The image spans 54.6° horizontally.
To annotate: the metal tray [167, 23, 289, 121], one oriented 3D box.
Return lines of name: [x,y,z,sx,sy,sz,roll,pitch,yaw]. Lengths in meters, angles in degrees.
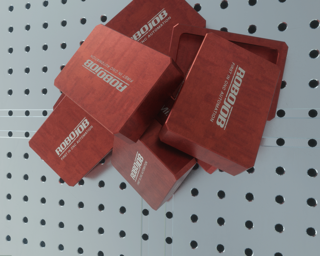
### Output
metal tray: [0.072,-0.063,0.361,0.131,0.030,0.090,10,93,-1]

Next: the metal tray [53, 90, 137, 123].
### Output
metal tray: [-0.082,-0.049,0.439,0.090,0.030,0.130,41,102,15]

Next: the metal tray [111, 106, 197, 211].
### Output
metal tray: [-0.015,0.041,0.369,0.030,0.129,0.090,-38,75,-27]

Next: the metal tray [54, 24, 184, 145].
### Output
metal tray: [-0.049,-0.052,0.334,0.130,0.030,0.090,35,87,36]

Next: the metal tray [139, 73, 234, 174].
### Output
metal tray: [0.033,-0.008,0.368,0.130,0.090,0.030,46,105,15]

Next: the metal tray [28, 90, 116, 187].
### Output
metal tray: [-0.111,0.010,0.426,0.090,0.030,0.130,46,116,-2]

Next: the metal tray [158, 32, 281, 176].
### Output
metal tray: [0.065,-0.028,0.320,0.090,0.030,0.130,26,63,-3]

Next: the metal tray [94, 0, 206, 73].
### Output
metal tray: [-0.017,-0.114,0.396,0.130,0.030,0.090,-42,79,0]
